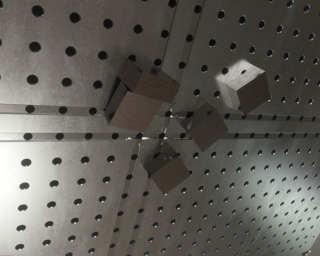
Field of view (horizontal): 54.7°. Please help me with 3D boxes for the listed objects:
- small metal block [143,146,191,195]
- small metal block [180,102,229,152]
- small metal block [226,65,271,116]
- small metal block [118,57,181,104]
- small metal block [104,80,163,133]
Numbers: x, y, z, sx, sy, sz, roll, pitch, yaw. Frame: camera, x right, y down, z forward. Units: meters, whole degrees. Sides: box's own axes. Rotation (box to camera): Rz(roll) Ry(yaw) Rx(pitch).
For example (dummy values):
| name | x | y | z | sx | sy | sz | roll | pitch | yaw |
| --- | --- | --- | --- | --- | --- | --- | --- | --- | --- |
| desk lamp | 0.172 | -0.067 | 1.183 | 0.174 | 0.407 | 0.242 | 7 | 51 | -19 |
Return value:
| name | x | y | z | sx | sy | sz | roll | pitch | yaw |
| --- | --- | --- | --- | --- | --- | --- | --- | --- | --- |
| small metal block | 0.011 | 0.063 | 0.459 | 0.050 | 0.025 | 0.050 | -36 | 129 | -5 |
| small metal block | 0.065 | -0.001 | 0.448 | 0.050 | 0.025 | 0.050 | -40 | 130 | -1 |
| small metal block | 0.129 | -0.054 | 0.451 | 0.050 | 0.025 | 0.050 | -34 | 129 | -6 |
| small metal block | -0.013 | -0.055 | 0.355 | 0.050 | 0.050 | 0.025 | 13 | 111 | -34 |
| small metal block | -0.032 | -0.025 | 0.374 | 0.050 | 0.025 | 0.050 | 14 | 122 | -34 |
